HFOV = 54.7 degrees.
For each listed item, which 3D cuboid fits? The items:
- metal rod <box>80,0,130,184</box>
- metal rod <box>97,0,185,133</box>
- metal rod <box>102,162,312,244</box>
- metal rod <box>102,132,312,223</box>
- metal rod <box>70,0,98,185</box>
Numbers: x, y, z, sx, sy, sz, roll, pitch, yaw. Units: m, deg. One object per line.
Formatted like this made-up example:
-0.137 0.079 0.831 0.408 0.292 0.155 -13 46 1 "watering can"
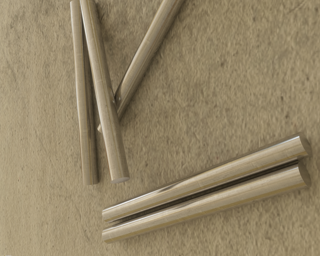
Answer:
-0.083 -0.069 0.443 0.025 0.025 0.299 -31 63 35 "metal rod"
-0.012 -0.113 0.412 0.025 0.025 0.298 46 117 30 "metal rod"
0.030 0.102 0.378 0.299 0.025 0.025 -29 72 36 "metal rod"
0.030 0.073 0.378 0.299 0.025 0.025 -28 72 36 "metal rod"
-0.124 -0.059 0.503 0.025 0.025 0.298 -8 85 39 "metal rod"
